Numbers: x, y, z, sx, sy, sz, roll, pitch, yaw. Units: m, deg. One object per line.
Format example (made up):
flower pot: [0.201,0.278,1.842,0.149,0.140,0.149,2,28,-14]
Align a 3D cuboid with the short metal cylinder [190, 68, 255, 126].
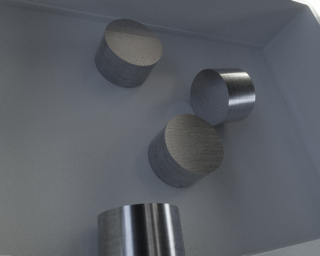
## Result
short metal cylinder: [0.088,-0.045,0.445,0.050,0.080,0.080,-9,66,-32]

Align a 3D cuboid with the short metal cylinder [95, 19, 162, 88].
short metal cylinder: [-0.044,-0.103,0.428,0.081,0.050,0.080,14,56,-21]

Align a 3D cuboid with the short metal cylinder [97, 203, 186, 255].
short metal cylinder: [-0.018,0.107,0.295,0.081,0.080,0.050,7,59,-25]

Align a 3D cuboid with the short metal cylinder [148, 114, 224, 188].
short metal cylinder: [0.032,0.029,0.389,0.081,0.050,0.080,14,56,-21]
